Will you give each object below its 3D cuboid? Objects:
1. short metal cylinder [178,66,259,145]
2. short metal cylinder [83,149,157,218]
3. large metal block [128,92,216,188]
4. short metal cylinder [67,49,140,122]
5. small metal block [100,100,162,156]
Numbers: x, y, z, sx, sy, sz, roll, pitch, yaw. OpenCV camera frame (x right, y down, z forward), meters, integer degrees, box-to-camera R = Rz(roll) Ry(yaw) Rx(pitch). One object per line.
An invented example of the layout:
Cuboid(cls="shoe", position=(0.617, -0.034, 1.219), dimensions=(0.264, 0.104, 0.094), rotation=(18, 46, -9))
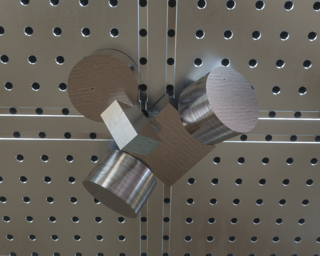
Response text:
Cuboid(cls="short metal cylinder", position=(0.069, -0.025, 0.364), dimensions=(0.080, 0.080, 0.050), rotation=(41, 143, -14))
Cuboid(cls="short metal cylinder", position=(-0.051, 0.072, 0.400), dimensions=(0.080, 0.050, 0.080), rotation=(25, 150, 16))
Cuboid(cls="large metal block", position=(0.011, 0.015, 0.399), dimensions=(0.080, 0.050, 0.080), rotation=(43, 104, -14))
Cuboid(cls="short metal cylinder", position=(-0.065, -0.052, 0.377), dimensions=(0.081, 0.050, 0.079), rotation=(0, 110, 0))
Cuboid(cls="small metal block", position=(-0.031, 0.001, 0.343), dimensions=(0.025, 0.050, 0.050), rotation=(-42, 61, 16))
